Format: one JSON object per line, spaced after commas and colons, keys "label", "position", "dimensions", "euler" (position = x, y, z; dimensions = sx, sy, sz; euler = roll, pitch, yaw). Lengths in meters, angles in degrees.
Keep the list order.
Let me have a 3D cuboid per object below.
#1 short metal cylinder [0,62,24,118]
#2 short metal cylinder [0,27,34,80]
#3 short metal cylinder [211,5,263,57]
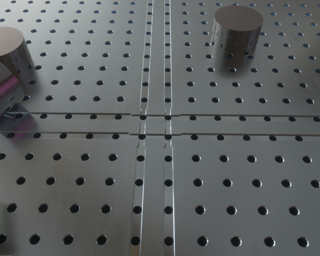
{"label": "short metal cylinder", "position": [-0.232, -0.053, 0.413], "dimensions": [0.080, 0.080, 0.050], "euler": [23, 54, 18]}
{"label": "short metal cylinder", "position": [-0.247, -0.114, 0.484], "dimensions": [0.081, 0.050, 0.080], "euler": [0, 50, 0]}
{"label": "short metal cylinder", "position": [0.131, -0.168, 0.534], "dimensions": [0.081, 0.050, 0.080], "euler": [0, 50, 0]}
